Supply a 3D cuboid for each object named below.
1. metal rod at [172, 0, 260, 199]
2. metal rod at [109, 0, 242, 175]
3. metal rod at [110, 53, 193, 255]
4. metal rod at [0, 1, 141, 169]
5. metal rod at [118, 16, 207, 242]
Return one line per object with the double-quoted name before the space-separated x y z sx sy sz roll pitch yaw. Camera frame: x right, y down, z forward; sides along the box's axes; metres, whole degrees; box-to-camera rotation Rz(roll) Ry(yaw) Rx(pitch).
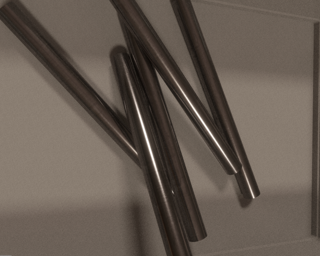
"metal rod" 0.083 -0.037 0.442 0.025 0.025 0.299 -25 98 -19
"metal rod" 0.021 -0.058 0.392 0.025 0.025 0.299 -41 108 -16
"metal rod" -0.007 0.046 0.346 0.025 0.025 0.299 -11 70 -20
"metal rod" -0.076 -0.024 0.382 0.025 0.025 0.300 -45 104 -15
"metal rod" 0.004 -0.003 0.395 0.025 0.025 0.298 -17 90 -20
